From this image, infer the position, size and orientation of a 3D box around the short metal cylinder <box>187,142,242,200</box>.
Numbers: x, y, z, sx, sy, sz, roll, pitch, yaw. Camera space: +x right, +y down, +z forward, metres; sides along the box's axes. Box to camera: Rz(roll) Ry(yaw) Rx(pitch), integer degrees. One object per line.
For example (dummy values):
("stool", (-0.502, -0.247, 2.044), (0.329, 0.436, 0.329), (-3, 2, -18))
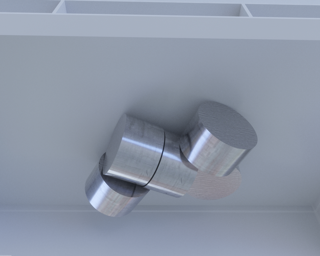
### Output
("short metal cylinder", (0.071, 0.058, 0.440), (0.081, 0.050, 0.079), (0, 130, 0))

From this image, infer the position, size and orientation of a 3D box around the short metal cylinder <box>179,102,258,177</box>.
("short metal cylinder", (0.071, 0.013, 0.383), (0.081, 0.080, 0.050), (18, 128, -15))

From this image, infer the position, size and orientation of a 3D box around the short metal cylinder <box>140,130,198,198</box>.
("short metal cylinder", (0.011, 0.047, 0.412), (0.050, 0.080, 0.079), (21, 127, -17))

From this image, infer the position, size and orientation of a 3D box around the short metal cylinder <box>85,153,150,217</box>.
("short metal cylinder", (-0.058, 0.076, 0.435), (0.080, 0.080, 0.050), (23, 126, -19))

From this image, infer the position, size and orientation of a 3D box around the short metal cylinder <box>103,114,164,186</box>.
("short metal cylinder", (-0.035, 0.028, 0.394), (0.050, 0.080, 0.079), (20, 127, -17))
